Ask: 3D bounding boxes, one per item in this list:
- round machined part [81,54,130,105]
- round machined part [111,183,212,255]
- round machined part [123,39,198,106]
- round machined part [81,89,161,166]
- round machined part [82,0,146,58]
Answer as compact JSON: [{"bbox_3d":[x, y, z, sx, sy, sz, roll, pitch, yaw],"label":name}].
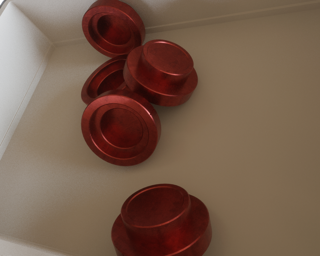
[{"bbox_3d":[-0.063,-0.059,0.455,0.098,0.042,0.098,-20,44,21],"label":"round machined part"},{"bbox_3d":[-0.001,0.091,0.306,0.099,0.042,0.098,-11,21,5],"label":"round machined part"},{"bbox_3d":[0.005,-0.078,0.404,0.099,0.042,0.098,12,48,-14],"label":"round machined part"},{"bbox_3d":[-0.046,-0.003,0.396,0.098,0.098,0.042,-14,21,20],"label":"round machined part"},{"bbox_3d":[-0.070,-0.161,0.495,0.098,0.098,0.042,-3,49,26],"label":"round machined part"}]
